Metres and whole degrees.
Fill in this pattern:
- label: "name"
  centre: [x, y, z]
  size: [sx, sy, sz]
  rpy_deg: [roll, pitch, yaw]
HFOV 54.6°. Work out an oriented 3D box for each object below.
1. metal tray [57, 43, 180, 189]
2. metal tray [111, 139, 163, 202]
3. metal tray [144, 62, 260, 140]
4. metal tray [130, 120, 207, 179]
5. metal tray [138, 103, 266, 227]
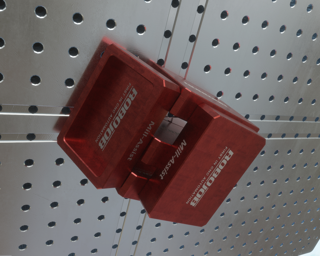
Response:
- label: "metal tray"
  centre: [-0.049, -0.012, 0.331]
  size: [0.030, 0.090, 0.129]
  rpy_deg: [12, 114, -57]
- label: "metal tray"
  centre: [-0.007, 0.060, 0.401]
  size: [0.131, 0.090, 0.030]
  rpy_deg: [23, 106, -37]
- label: "metal tray"
  centre: [0.050, -0.027, 0.378]
  size: [0.131, 0.090, 0.030]
  rpy_deg: [22, 107, -36]
- label: "metal tray"
  centre: [0.018, 0.022, 0.391]
  size: [0.131, 0.090, 0.030]
  rpy_deg: [21, 106, -37]
- label: "metal tray"
  centre: [0.047, 0.046, 0.344]
  size: [0.090, 0.030, 0.129]
  rpy_deg: [23, 106, -36]
